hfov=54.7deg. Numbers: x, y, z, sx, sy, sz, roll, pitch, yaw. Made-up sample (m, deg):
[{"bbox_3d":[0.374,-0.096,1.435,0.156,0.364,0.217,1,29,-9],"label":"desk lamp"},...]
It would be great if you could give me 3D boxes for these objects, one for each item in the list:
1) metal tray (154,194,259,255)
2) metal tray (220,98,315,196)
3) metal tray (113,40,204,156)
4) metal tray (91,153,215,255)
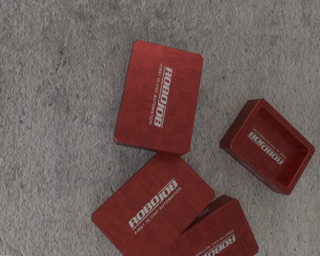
[{"bbox_3d":[0.066,0.164,0.431,0.131,0.030,0.090,-27,99,-18],"label":"metal tray"},{"bbox_3d":[0.164,0.029,0.466,0.130,0.030,0.090,39,78,-16],"label":"metal tray"},{"bbox_3d":[-0.001,-0.036,0.386,0.091,0.030,0.129,12,77,-8],"label":"metal tray"},{"bbox_3d":[-0.007,0.097,0.388,0.130,0.030,0.090,-43,83,-15],"label":"metal tray"}]
